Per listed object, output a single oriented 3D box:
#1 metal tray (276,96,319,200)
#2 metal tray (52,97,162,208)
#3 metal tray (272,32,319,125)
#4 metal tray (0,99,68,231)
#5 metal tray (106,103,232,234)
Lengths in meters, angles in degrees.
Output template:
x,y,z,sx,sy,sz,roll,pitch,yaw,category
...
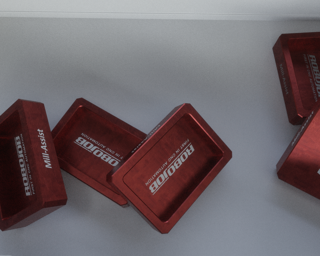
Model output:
x,y,z,sx,sy,sz,roll,pitch,yaw,category
0.209,0.021,0.361,0.090,0.030,0.129,28,111,9,metal tray
-0.074,0.030,0.395,0.130,0.030,0.090,29,72,10,metal tray
0.218,-0.072,0.434,0.091,0.030,0.130,-4,70,-2,metal tray
-0.162,0.043,0.364,0.090,0.030,0.130,-31,69,28,metal tray
0.014,0.045,0.366,0.130,0.030,0.090,-45,100,-20,metal tray
